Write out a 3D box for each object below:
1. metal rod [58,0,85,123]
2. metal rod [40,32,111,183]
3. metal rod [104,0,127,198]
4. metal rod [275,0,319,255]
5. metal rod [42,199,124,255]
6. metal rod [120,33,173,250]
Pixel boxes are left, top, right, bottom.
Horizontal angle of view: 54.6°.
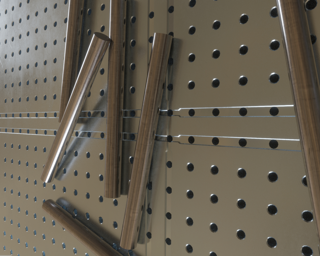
[{"bbox_3d":[-0.148,-0.157,0.533,0.025,0.025,0.298,12,98,39],"label":"metal rod"},{"bbox_3d":[-0.148,-0.018,0.516,0.025,0.025,0.298,48,123,29],"label":"metal rod"},{"bbox_3d":[-0.067,-0.046,0.465,0.025,0.025,0.298,4,92,40],"label":"metal rod"},{"bbox_3d":[0.139,-0.029,0.294,0.025,0.025,0.299,-12,82,39],"label":"metal rod"},{"bbox_3d":[-0.100,0.187,0.493,0.300,0.025,0.025,20,103,38],"label":"metal rod"},{"bbox_3d":[-0.021,0.024,0.427,0.025,0.025,0.298,16,100,39],"label":"metal rod"}]
